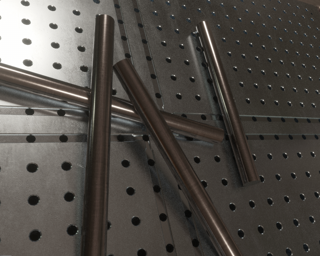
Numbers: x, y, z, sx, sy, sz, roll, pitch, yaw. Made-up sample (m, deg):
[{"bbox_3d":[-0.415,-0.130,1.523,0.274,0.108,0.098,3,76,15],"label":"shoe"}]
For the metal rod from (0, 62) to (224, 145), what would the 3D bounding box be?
[{"bbox_3d":[-0.051,-0.025,0.397,0.302,0.025,0.025,15,56,-20],"label":"metal rod"}]

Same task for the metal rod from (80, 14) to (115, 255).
[{"bbox_3d":[-0.068,-0.001,0.347,0.025,0.025,0.299,9,66,-24],"label":"metal rod"}]

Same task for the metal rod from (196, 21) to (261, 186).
[{"bbox_3d":[0.103,-0.054,0.498,0.025,0.025,0.299,4,60,-27],"label":"metal rod"}]

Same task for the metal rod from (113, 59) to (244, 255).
[{"bbox_3d":[0.025,0.048,0.373,0.025,0.025,0.299,-25,82,-37],"label":"metal rod"}]
